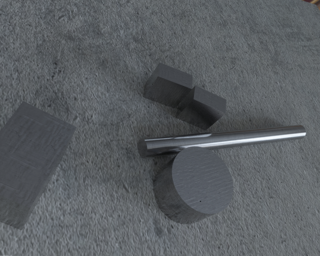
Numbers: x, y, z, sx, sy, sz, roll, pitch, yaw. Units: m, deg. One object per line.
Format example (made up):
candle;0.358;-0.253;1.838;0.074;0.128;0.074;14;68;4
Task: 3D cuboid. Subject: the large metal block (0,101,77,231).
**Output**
large metal block;-0.124;0.037;0.280;0.050;0.080;0.080;28;52;-11

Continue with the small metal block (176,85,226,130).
small metal block;0.058;-0.027;0.437;0.050;0.050;0.025;22;54;-16

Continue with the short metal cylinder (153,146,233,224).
short metal cylinder;0.039;0.069;0.369;0.081;0.050;0.080;14;56;-21

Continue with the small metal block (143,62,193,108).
small metal block;0.011;-0.058;0.430;0.050;0.050;0.025;18;55;-18

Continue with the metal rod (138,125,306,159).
metal rod;0.109;0.016;0.454;0.303;0.025;0.025;-4;64;-30
